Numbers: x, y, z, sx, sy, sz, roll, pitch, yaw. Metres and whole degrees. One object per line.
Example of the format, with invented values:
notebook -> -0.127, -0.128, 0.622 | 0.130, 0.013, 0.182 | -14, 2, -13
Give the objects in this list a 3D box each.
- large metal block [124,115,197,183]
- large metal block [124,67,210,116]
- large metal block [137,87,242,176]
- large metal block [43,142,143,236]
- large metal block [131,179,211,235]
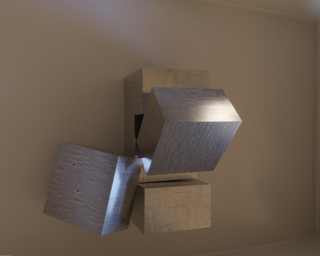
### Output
large metal block -> 0.000, 0.024, 0.398 | 0.081, 0.050, 0.079 | -1, 90, -20
large metal block -> 0.006, -0.041, 0.382 | 0.081, 0.080, 0.050 | -1, 91, -20
large metal block -> 0.027, 0.004, 0.331 | 0.081, 0.079, 0.050 | -1, 46, -21
large metal block -> -0.073, 0.064, 0.345 | 0.050, 0.080, 0.080 | 20, 82, -63
large metal block -> 0.007, 0.090, 0.383 | 0.081, 0.080, 0.050 | 0, 90, -20
